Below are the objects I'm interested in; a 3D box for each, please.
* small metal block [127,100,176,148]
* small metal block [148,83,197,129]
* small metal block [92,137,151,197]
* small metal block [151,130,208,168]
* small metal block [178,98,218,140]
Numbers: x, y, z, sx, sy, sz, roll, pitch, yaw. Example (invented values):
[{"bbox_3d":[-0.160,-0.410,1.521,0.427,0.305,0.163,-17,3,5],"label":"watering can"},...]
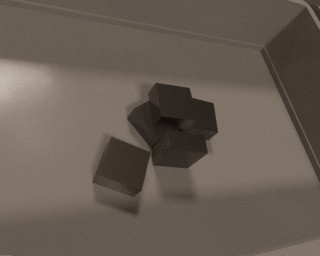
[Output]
[{"bbox_3d":[-0.006,-0.010,0.410,0.050,0.025,0.050,-33,81,-38],"label":"small metal block"},{"bbox_3d":[0.016,-0.028,0.401,0.050,0.025,0.050,5,59,-26],"label":"small metal block"},{"bbox_3d":[-0.043,0.045,0.356,0.050,0.025,0.050,23,53,-14],"label":"small metal block"},{"bbox_3d":[0.023,0.028,0.387,0.050,0.050,0.025,8,58,-25],"label":"small metal block"},{"bbox_3d":[0.052,-0.014,0.444,0.050,0.025,0.050,11,57,-23],"label":"small metal block"}]
